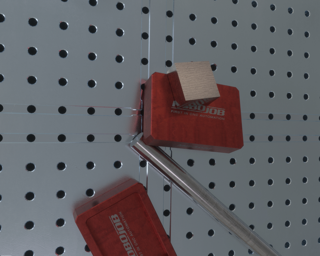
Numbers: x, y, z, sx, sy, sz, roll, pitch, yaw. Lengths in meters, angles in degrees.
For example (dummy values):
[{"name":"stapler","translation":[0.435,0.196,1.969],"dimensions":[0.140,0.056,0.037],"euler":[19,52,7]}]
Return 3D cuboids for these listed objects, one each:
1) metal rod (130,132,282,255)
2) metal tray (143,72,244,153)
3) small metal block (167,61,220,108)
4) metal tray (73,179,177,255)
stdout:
[{"name":"metal rod","translation":[0.077,0.112,0.441],"dimensions":[0.300,0.025,0.025],"euler":[42,77,-15]},{"name":"metal tray","translation":[0.045,-0.018,0.413],"dimensions":[0.131,0.030,0.090],"euler":[7,70,-20]},{"name":"small metal block","translation":[0.042,-0.056,0.393],"dimensions":[0.050,0.025,0.050],"euler":[-9,76,-25]},{"name":"metal tray","translation":[-0.040,0.143,0.395],"dimensions":[0.091,0.030,0.129],"euler":[-27,99,-18]}]
